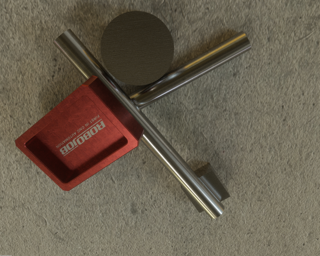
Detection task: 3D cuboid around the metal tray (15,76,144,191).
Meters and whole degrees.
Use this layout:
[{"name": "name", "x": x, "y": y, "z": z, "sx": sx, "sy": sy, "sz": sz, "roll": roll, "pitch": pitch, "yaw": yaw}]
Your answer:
[{"name": "metal tray", "x": -0.096, "y": 0.011, "z": 0.370, "sx": 0.130, "sy": 0.030, "sz": 0.090, "roll": -33, "pitch": 107, "yaw": 23}]

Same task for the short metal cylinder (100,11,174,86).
[{"name": "short metal cylinder", "x": -0.025, "y": -0.094, "z": 0.362, "sx": 0.081, "sy": 0.050, "sz": 0.079, "roll": 0, "pitch": 110, "yaw": -1}]

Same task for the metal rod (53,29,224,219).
[{"name": "metal rod", "x": -0.016, "y": 0.006, "z": 0.387, "sx": 0.025, "sy": 0.025, "sz": 0.300, "roll": -37, "pitch": 106, "yaw": 12}]

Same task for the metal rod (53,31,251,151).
[{"name": "metal rod", "x": -0.027, "y": -0.036, "z": 0.397, "sx": 0.301, "sy": 0.025, "sz": 0.025, "roll": -28, "pitch": 108, "yaw": 9}]

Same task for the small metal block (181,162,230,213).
[{"name": "small metal block", "x": 0.064, "y": 0.085, "z": 0.443, "sx": 0.050, "sy": 0.025, "sz": 0.050, "roll": -32, "pitch": 107, "yaw": 10}]
